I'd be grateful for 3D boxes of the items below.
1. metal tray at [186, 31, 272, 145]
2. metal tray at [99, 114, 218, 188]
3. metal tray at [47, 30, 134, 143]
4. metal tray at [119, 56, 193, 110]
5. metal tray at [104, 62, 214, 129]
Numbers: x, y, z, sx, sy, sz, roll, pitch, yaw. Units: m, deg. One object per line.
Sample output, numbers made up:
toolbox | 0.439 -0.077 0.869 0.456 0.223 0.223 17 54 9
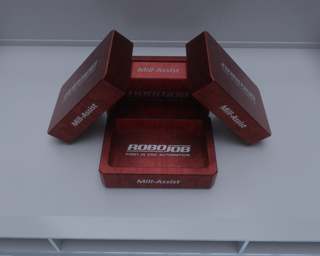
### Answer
metal tray | 0.085 -0.047 0.383 0.030 0.130 0.090 -30 41 32
metal tray | -0.002 0.026 0.376 0.131 0.030 0.090 1 50 -1
metal tray | -0.087 -0.049 0.384 0.030 0.130 0.090 31 41 -30
metal tray | 0.002 -0.066 0.455 0.131 0.030 0.090 0 50 -1
metal tray | -0.002 -0.039 0.393 0.131 0.089 0.030 1 50 0
